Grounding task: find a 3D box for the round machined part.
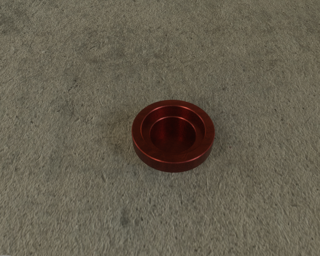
[{"bbox_3d":[0.015,0.014,0.382,0.099,0.042,0.098,0,50,0],"label":"round machined part"}]
